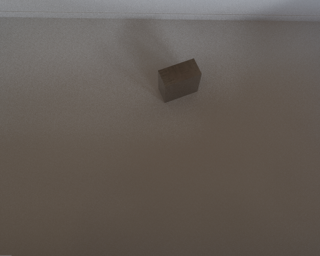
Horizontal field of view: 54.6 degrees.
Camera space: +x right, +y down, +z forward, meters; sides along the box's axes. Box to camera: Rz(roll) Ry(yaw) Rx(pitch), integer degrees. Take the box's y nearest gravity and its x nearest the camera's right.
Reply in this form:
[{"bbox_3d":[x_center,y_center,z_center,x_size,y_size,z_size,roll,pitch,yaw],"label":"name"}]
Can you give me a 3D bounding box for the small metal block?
[{"bbox_3d":[0.025,-0.063,0.420,0.050,0.050,0.025,-20,72,-7],"label":"small metal block"}]
